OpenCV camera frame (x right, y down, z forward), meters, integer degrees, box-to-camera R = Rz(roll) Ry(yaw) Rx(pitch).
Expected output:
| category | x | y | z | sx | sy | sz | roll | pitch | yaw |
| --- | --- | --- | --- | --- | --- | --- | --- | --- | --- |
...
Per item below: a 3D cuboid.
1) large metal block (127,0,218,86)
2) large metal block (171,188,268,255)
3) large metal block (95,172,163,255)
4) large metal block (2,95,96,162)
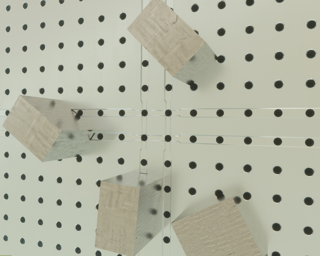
| category | x | y | z | sx | sy | sz | roll | pitch | yaw |
| --- | --- | --- | --- | --- | --- | --- | --- | --- | --- |
| large metal block | 0.019 | -0.101 | 0.376 | 0.050 | 0.080 | 0.080 | -45 | 76 | 14 |
| large metal block | 0.072 | 0.130 | 0.373 | 0.080 | 0.050 | 0.080 | -29 | 81 | 17 |
| large metal block | -0.036 | 0.104 | 0.395 | 0.050 | 0.080 | 0.079 | 6 | 92 | 19 |
| large metal block | -0.153 | 0.000 | 0.436 | 0.080 | 0.080 | 0.050 | 37 | 102 | 16 |
